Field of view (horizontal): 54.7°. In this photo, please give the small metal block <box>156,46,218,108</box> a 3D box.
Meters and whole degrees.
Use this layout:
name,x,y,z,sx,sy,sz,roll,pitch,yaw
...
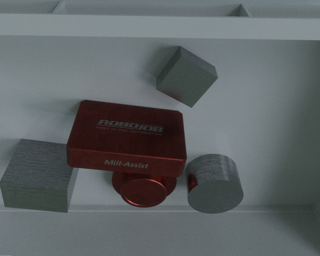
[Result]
name,x,y,z,sx,sy,sz,roll,pitch,yaw
small metal block,0.030,-0.058,0.360,0.050,0.025,0.050,26,125,-21

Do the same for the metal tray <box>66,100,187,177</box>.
name,x,y,z,sx,sy,sz,roll,pitch,yaw
metal tray,-0.037,0.011,0.374,0.131,0.090,0.030,7,130,-6

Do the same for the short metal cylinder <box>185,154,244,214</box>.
name,x,y,z,sx,sy,sz,roll,pitch,yaw
short metal cylinder,0.080,0.085,0.466,0.081,0.050,0.079,0,130,0

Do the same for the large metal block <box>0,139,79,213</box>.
name,x,y,z,sx,sy,sz,roll,pitch,yaw
large metal block,-0.160,0.065,0.426,0.081,0.080,0.050,8,130,-7

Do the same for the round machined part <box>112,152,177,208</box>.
name,x,y,z,sx,sy,sz,roll,pitch,yaw
round machined part,-0.024,0.084,0.469,0.099,0.042,0.097,-1,130,0
